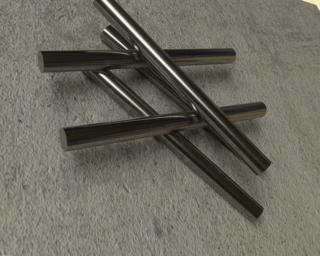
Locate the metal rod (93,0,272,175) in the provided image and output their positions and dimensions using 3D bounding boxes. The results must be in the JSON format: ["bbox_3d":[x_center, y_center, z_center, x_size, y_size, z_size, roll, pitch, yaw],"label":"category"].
[{"bbox_3d":[0.025,-0.059,0.393,0.300,0.025,0.025,47,51,4],"label":"metal rod"}]

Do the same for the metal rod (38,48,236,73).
[{"bbox_3d":[-0.009,-0.097,0.429,0.303,0.025,0.025,-10,67,-33],"label":"metal rod"}]

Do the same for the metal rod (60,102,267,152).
[{"bbox_3d":[0.028,-0.008,0.395,0.303,0.025,0.025,-9,67,-32],"label":"metal rod"}]

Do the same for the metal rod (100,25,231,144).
[{"bbox_3d":[0.036,-0.043,0.452,0.300,0.025,0.025,40,51,-1],"label":"metal rod"}]

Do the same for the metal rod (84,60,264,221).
[{"bbox_3d":[0.015,0.012,0.406,0.300,0.025,0.025,42,51,0],"label":"metal rod"}]
